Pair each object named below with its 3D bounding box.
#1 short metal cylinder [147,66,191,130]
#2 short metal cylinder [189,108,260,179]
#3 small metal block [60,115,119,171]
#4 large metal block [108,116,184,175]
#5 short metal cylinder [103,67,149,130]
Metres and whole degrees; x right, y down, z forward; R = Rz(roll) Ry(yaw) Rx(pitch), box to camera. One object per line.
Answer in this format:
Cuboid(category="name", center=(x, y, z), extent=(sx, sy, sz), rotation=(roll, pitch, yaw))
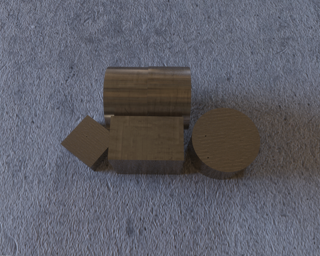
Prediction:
Cuboid(category="short metal cylinder", center=(0.011, -0.038, 0.394), extent=(0.050, 0.080, 0.080), rotation=(1, 70, 0))
Cuboid(category="short metal cylinder", center=(0.078, 0.021, 0.389), extent=(0.081, 0.050, 0.080), rotation=(0, 70, 0))
Cuboid(category="small metal block", center=(-0.090, 0.020, 0.402), extent=(0.050, 0.025, 0.050), rotation=(36, 74, 12))
Cuboid(category="large metal block", center=(-0.015, 0.024, 0.372), extent=(0.081, 0.080, 0.050), rotation=(1, 70, 0))
Cuboid(category="short metal cylinder", center=(-0.040, -0.037, 0.394), extent=(0.050, 0.080, 0.080), rotation=(1, 70, 0))
